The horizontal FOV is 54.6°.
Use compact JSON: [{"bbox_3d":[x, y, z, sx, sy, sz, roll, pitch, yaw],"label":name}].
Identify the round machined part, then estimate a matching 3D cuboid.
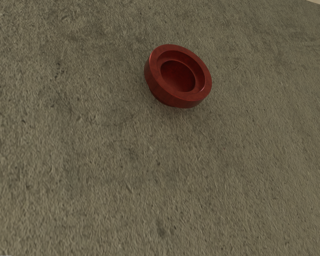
[{"bbox_3d":[0.022,-0.069,0.446,0.099,0.042,0.098,13,56,-21],"label":"round machined part"}]
